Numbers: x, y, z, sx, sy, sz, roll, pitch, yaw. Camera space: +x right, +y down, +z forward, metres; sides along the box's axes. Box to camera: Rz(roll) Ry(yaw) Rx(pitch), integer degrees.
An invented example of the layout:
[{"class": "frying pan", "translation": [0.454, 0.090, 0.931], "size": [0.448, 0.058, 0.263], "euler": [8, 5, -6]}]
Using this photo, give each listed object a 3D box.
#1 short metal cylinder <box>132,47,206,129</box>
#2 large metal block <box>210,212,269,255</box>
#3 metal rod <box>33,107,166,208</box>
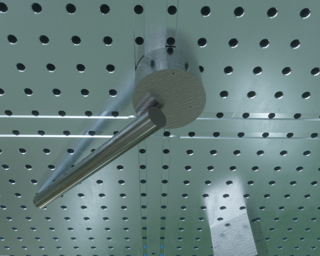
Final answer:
[{"class": "short metal cylinder", "translation": [0.010, -0.045, 0.357], "size": [0.081, 0.050, 0.079], "euler": [-1, 130, 0]}, {"class": "large metal block", "translation": [0.143, 0.213, 0.559], "size": [0.080, 0.080, 0.050], "euler": [-33, 123, 24]}, {"class": "metal rod", "translation": [-0.100, 0.054, 0.420], "size": [0.025, 0.025, 0.299], "euler": [34, 133, -26]}]
